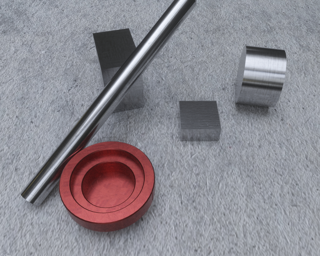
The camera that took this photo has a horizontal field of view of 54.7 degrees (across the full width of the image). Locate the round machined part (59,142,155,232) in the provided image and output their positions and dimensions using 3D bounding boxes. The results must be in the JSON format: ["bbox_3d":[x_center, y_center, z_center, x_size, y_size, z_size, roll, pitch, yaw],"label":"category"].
[{"bbox_3d":[-0.054,0.066,0.336,0.099,0.042,0.098,0,50,0],"label":"round machined part"}]

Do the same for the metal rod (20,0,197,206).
[{"bbox_3d":[-0.053,-0.041,0.362,0.025,0.025,0.300,33,80,24],"label":"metal rod"}]

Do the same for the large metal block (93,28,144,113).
[{"bbox_3d":[-0.057,-0.080,0.434,0.050,0.080,0.080,-12,51,-10],"label":"large metal block"}]

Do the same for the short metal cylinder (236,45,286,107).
[{"bbox_3d":[0.137,-0.071,0.429,0.050,0.080,0.080,8,51,6],"label":"short metal cylinder"}]

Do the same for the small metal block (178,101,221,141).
[{"bbox_3d":[0.051,-0.010,0.412,0.050,0.025,0.050,0,50,-1],"label":"small metal block"}]
